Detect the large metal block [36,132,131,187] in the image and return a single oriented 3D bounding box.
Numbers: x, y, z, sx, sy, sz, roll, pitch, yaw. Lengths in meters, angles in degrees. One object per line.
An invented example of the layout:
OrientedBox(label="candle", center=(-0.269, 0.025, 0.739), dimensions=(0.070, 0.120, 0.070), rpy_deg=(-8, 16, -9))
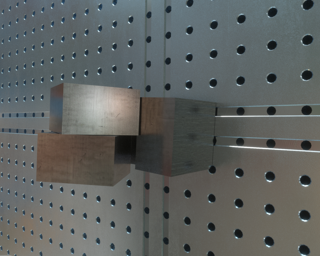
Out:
OrientedBox(label="large metal block", center=(-0.081, 0.030, 0.351), dimensions=(0.080, 0.080, 0.050), rpy_deg=(3, 92, 6))

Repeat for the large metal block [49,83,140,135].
OrientedBox(label="large metal block", center=(-0.077, -0.020, 0.351), dimensions=(0.080, 0.081, 0.050), rpy_deg=(6, 93, 62))

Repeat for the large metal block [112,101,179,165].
OrientedBox(label="large metal block", center=(-0.022, 0.004, 0.406), dimensions=(0.080, 0.050, 0.079), rpy_deg=(4, 92, 39))

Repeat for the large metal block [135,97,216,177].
OrientedBox(label="large metal block", center=(0.020, 0.008, 0.355), dimensions=(0.050, 0.081, 0.079), rpy_deg=(5, 93, 39))

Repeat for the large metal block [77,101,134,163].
OrientedBox(label="large metal block", center=(-0.082, 0.004, 0.439), dimensions=(0.050, 0.081, 0.079), rpy_deg=(3, 92, 40))
